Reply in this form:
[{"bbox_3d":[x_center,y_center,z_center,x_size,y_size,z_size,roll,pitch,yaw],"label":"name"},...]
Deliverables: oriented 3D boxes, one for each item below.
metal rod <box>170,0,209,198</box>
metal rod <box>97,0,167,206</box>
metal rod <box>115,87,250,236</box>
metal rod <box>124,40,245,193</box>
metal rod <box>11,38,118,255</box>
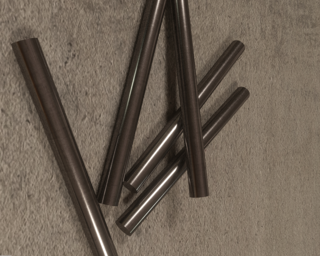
[{"bbox_3d":[0.037,-0.060,0.412,0.025,0.025,0.298,-1,83,-40],"label":"metal rod"},{"bbox_3d":[-0.028,-0.056,0.382,0.025,0.025,0.299,21,77,-38],"label":"metal rod"},{"bbox_3d":[0.049,0.030,0.447,0.301,0.025,0.025,-44,117,-31],"label":"metal rod"},{"bbox_3d":[0.046,-0.032,0.445,0.301,0.025,0.025,-51,120,-28],"label":"metal rod"},{"bbox_3d":[-0.088,0.056,0.331,0.025,0.025,0.298,-27,107,-37],"label":"metal rod"}]
